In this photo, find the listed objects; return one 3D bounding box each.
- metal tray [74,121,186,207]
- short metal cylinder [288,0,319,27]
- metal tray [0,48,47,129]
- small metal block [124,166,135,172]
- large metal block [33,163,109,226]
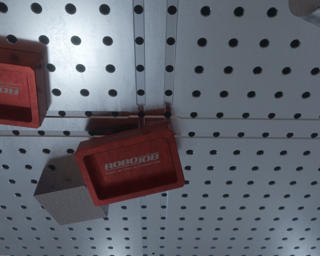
[{"bbox_3d":[-0.038,0.050,0.424,0.131,0.030,0.089,-13,113,2],"label":"metal tray"},{"bbox_3d":[0.161,-0.127,0.270,0.050,0.080,0.079,18,128,-15],"label":"short metal cylinder"},{"bbox_3d":[-0.206,-0.049,0.363,0.131,0.030,0.089,7,130,-7],"label":"metal tray"},{"bbox_3d":[-0.055,0.066,0.467,0.050,0.025,0.050,7,130,-7],"label":"small metal block"},{"bbox_3d":[-0.132,0.101,0.480,0.080,0.050,0.080,-13,129,10],"label":"large metal block"}]
